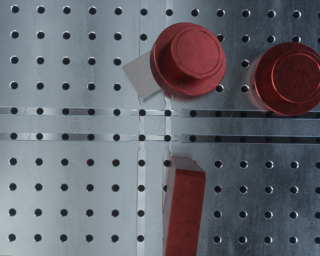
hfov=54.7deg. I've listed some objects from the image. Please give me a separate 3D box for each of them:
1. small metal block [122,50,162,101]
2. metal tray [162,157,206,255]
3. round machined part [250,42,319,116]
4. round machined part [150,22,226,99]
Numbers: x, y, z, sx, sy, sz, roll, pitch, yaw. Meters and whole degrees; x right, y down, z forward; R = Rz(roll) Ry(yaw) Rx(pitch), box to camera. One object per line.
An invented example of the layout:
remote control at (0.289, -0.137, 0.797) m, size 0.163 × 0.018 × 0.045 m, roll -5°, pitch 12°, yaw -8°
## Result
small metal block at (-0.015, -0.071, 0.413) m, size 0.050 × 0.025 × 0.050 m, roll -31°, pitch 90°, yaw 0°
metal tray at (0.024, 0.085, 0.361) m, size 0.030 × 0.130 × 0.089 m, roll 7°, pitch 90°, yaw 0°
round machined part at (0.174, -0.065, 0.407) m, size 0.099 × 0.042 × 0.097 m, roll 0°, pitch 90°, yaw -1°
round machined part at (0.040, -0.089, 0.390) m, size 0.099 × 0.042 × 0.097 m, roll 3°, pitch 79°, yaw -17°
